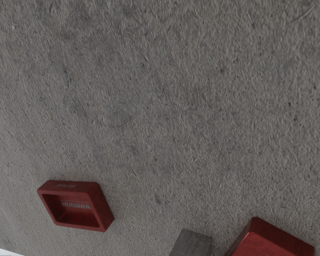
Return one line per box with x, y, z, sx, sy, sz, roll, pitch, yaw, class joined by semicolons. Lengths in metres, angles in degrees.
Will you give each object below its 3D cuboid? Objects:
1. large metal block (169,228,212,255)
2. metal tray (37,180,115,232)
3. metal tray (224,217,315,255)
0.045;0.221;0.484;0.050;0.080;0.079;11;123;22;large metal block
-0.157;0.143;0.574;0.130;0.030;0.090;-4;117;30;metal tray
0.147;0.196;0.447;0.090;0.030;0.129;27;128;11;metal tray
